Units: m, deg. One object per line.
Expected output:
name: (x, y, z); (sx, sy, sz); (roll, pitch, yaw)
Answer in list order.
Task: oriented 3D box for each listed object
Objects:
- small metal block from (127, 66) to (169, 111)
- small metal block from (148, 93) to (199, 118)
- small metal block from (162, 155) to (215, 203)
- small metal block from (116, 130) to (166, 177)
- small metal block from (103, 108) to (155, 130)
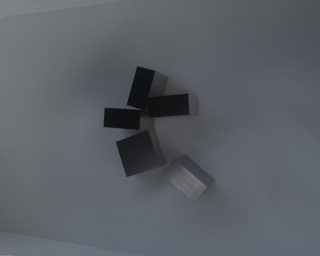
small metal block: (-0.015, -0.049, 0.402); (0.025, 0.050, 0.050); (18, 96, 19)
small metal block: (0.018, -0.026, 0.391); (0.050, 0.050, 0.025); (-4, 89, 20)
small metal block: (0.037, 0.061, 0.384); (0.050, 0.050, 0.025); (41, 103, 15)
small metal block: (-0.026, 0.034, 0.419); (0.050, 0.025, 0.050); (-20, 83, 19)
small metal block: (-0.039, -0.012, 0.411); (0.050, 0.050, 0.025); (4, 92, 20)
